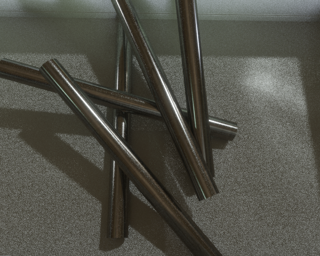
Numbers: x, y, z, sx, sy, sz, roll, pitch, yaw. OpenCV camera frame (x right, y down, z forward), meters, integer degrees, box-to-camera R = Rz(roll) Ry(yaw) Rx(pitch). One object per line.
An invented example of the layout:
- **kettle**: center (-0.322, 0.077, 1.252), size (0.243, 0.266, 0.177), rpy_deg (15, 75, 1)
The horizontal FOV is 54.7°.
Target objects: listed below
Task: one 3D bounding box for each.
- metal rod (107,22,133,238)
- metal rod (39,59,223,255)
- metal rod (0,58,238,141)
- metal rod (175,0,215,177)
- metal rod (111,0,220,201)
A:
- **metal rod**: center (-0.051, -0.012, 0.413), size (0.025, 0.025, 0.299), rpy_deg (0, 70, -1)
- **metal rod**: center (-0.033, 0.042, 0.358), size (0.025, 0.025, 0.300), rpy_deg (-40, 89, -13)
- **metal rod**: center (-0.048, -0.034, 0.394), size (0.302, 0.025, 0.025), rpy_deg (15, 70, -6)
- **metal rod**: center (0.038, -0.087, 0.372), size (0.025, 0.025, 0.298), rpy_deg (-7, 94, -3)
- **metal rod**: center (-0.002, -0.056, 0.382), size (0.025, 0.025, 0.299), rpy_deg (-22, 76, -8)
